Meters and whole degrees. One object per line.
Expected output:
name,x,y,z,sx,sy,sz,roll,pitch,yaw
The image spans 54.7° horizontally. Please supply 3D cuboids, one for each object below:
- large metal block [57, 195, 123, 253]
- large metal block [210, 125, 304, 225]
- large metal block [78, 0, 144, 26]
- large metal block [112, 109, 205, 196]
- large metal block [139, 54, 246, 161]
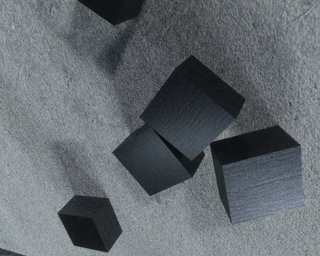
large metal block,-0.126,0.173,0.564,0.080,0.050,0.080,-2,118,29
large metal block,0.107,0.052,0.344,0.080,0.050,0.080,-14,115,0
large metal block,-0.053,-0.166,0.316,0.080,0.050,0.079,36,129,4
large metal block,-0.002,0.034,0.413,0.080,0.050,0.080,-33,100,38
large metal block,0.037,-0.022,0.357,0.080,0.050,0.080,40,129,1
